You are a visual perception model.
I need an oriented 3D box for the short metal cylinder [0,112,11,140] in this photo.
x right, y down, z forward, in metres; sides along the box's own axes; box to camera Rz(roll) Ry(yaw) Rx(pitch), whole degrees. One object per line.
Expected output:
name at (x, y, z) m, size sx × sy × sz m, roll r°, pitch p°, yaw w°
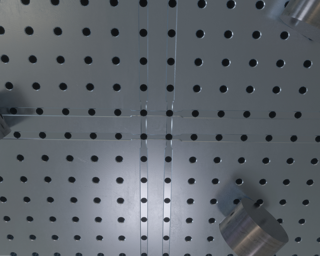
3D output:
short metal cylinder at (-0.236, 0.000, 0.382) m, size 0.080 × 0.080 × 0.050 m, roll -21°, pitch 109°, yaw 7°

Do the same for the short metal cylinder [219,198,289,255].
short metal cylinder at (0.132, 0.146, 0.439) m, size 0.080 × 0.080 × 0.050 m, roll 33°, pitch 107°, yaw -12°

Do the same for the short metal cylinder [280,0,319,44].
short metal cylinder at (0.182, -0.126, 0.339) m, size 0.080 × 0.080 × 0.050 m, roll 27°, pitch 108°, yaw -10°
